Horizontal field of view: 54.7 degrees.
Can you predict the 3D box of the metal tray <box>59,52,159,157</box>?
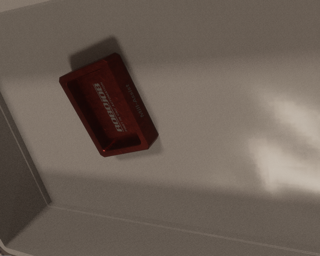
[{"bbox_3d":[-0.069,-0.026,0.423,0.090,0.030,0.129,-13,112,33],"label":"metal tray"}]
